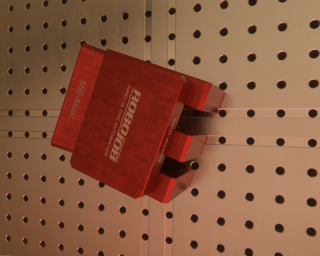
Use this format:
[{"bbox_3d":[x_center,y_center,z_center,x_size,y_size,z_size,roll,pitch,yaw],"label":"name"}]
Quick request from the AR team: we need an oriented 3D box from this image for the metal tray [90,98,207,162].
[{"bbox_3d":[-0.015,0.001,0.382,0.130,0.090,0.030,21,96,17],"label":"metal tray"}]

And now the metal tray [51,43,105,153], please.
[{"bbox_3d":[-0.097,-0.039,0.410,0.030,0.090,0.129,19,97,-3],"label":"metal tray"}]

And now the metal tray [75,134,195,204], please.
[{"bbox_3d":[-0.030,0.044,0.389,0.130,0.090,0.030,22,98,18],"label":"metal tray"}]

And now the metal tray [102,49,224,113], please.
[{"bbox_3d":[0.005,-0.055,0.375,0.130,0.090,0.030,22,98,19],"label":"metal tray"}]

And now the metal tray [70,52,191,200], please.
[{"bbox_3d":[-0.033,-0.004,0.325,0.090,0.030,0.129,22,97,19],"label":"metal tray"}]
